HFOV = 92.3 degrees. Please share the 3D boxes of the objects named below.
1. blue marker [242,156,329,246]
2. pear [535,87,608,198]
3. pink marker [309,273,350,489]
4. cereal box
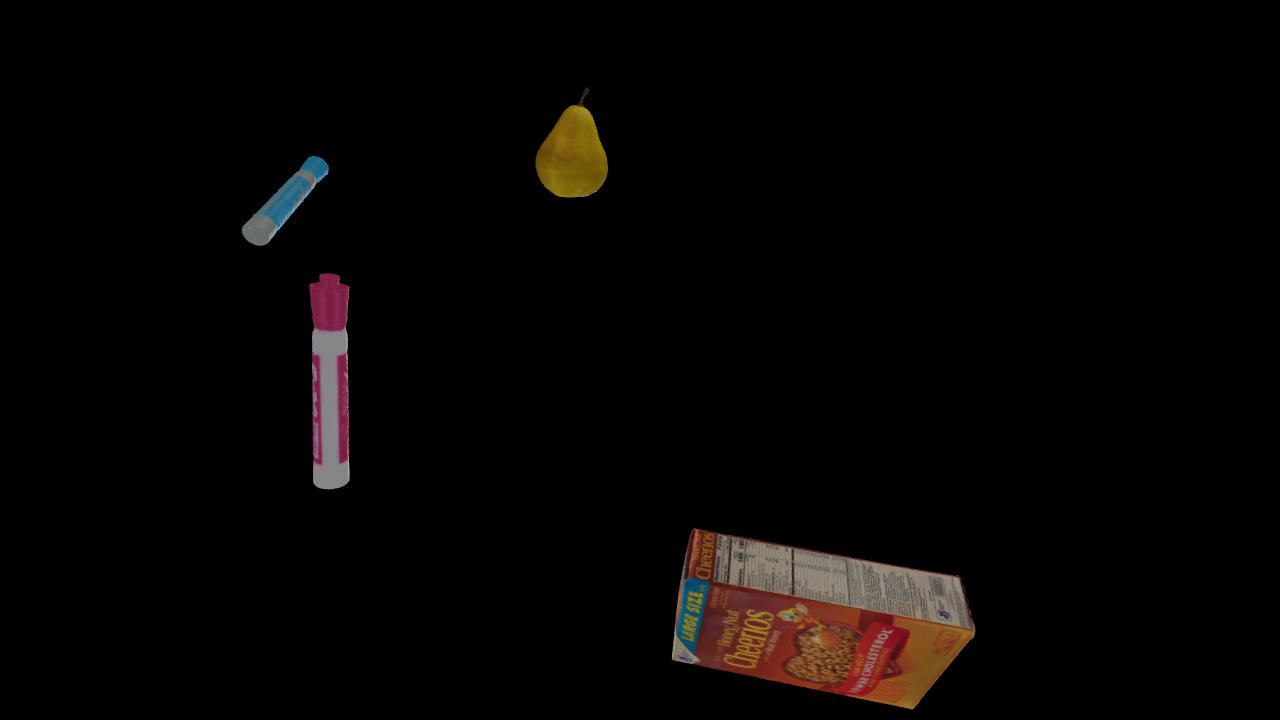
[{"bbox_3d":[-0.282,-0.132,0.496,0.020,0.020,0.121,0,43,1],"label":"blue marker"},{"bbox_3d":[-0.075,-0.235,0.668,0.080,0.111,0.080,1,33,-1],"label":"pear"},{"bbox_3d":[-0.169,0.013,0.336,0.020,0.121,0.020,8,17,-2],"label":"pink marker"},{"bbox_3d":[0.196,0.312,0.731,0.306,0.203,0.081,9,41,5],"label":"cereal box"}]
